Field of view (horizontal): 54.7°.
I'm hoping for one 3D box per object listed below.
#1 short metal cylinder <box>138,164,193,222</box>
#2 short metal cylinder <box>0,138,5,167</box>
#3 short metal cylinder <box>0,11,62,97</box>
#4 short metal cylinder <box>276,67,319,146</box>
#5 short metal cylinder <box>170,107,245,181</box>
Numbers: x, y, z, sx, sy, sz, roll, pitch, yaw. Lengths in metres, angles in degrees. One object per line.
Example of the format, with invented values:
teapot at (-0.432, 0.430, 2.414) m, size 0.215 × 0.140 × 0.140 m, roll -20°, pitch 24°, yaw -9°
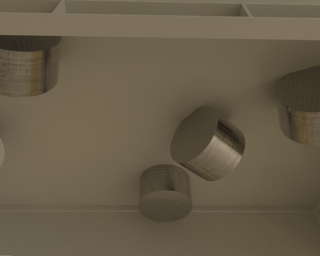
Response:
short metal cylinder at (0.008, 0.102, 0.480) m, size 0.081 × 0.050 × 0.079 m, roll 0°, pitch 130°, yaw 0°
short metal cylinder at (-0.244, 0.027, 0.385) m, size 0.081 × 0.050 × 0.079 m, roll -16°, pitch 116°, yaw -37°
short metal cylinder at (-0.142, -0.075, 0.307) m, size 0.081 × 0.080 × 0.050 m, roll 12°, pitch 129°, yaw -11°
short metal cylinder at (0.177, -0.026, 0.354) m, size 0.080 × 0.080 × 0.050 m, roll -15°, pitch 129°, yaw 11°
short metal cylinder at (0.059, 0.020, 0.391) m, size 0.050 × 0.080 × 0.080 m, roll 35°, pitch 122°, yaw -26°
